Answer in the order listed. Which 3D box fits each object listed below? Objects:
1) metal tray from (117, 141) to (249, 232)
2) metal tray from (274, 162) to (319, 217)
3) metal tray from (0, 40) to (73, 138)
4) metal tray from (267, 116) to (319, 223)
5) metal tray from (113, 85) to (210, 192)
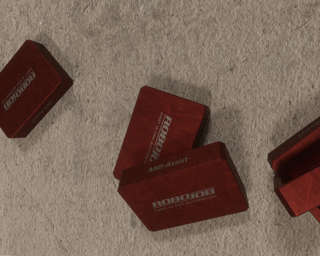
[{"bbox_3d":[0.028,0.074,0.368,0.130,0.030,0.090,-19,123,17],"label":"metal tray"},{"bbox_3d":[0.181,0.037,0.310,0.130,0.090,0.030,-33,79,16],"label":"metal tray"},{"bbox_3d":[-0.207,-0.058,0.477,0.130,0.030,0.090,-44,77,14],"label":"metal tray"},{"bbox_3d":[0.193,0.028,0.321,0.130,0.030,0.090,-41,92,15],"label":"metal tray"},{"bbox_3d":[0.001,0.019,0.405,0.090,0.030,0.129,21,97,18],"label":"metal tray"}]
